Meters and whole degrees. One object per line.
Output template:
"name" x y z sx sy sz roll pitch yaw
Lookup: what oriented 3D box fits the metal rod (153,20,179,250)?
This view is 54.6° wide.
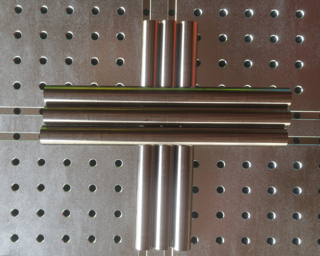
"metal rod" 0.008 0.009 0.413 0.025 0.025 0.298 2 90 0

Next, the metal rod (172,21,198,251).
"metal rod" 0.034 0.010 0.414 0.025 0.025 0.298 2 90 0

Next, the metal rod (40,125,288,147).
"metal rod" 0.005 0.010 0.388 0.302 0.025 0.025 1 90 0

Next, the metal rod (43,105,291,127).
"metal rod" 0.009 -0.015 0.388 0.302 0.025 0.025 1 90 0

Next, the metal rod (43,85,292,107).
"metal rod" 0.010 -0.040 0.388 0.302 0.025 0.025 1 90 0

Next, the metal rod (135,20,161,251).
"metal rod" -0.016 0.009 0.413 0.025 0.025 0.298 2 90 0
